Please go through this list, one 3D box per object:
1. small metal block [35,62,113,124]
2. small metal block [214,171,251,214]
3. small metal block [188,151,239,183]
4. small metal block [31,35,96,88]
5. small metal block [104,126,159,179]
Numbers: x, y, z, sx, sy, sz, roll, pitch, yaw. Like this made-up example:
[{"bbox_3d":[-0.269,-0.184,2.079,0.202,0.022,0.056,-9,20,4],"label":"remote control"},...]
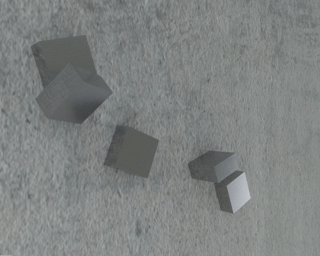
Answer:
[{"bbox_3d":[-0.084,-0.032,0.307,0.025,0.050,0.050,52,14,19],"label":"small metal block"},{"bbox_3d":[0.120,0.104,0.508,0.050,0.025,0.050,-26,107,-37],"label":"small metal block"},{"bbox_3d":[0.079,0.056,0.458,0.050,0.050,0.025,-25,106,-38],"label":"small metal block"},{"bbox_3d":[-0.098,-0.066,0.323,0.050,0.025,0.050,-23,104,-38],"label":"small metal block"},{"bbox_3d":[-0.034,0.030,0.378,0.050,0.025,0.050,27,73,-37],"label":"small metal block"}]
